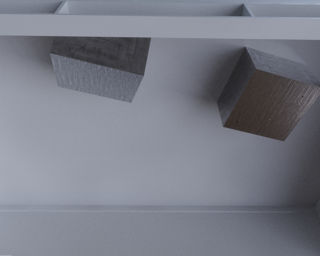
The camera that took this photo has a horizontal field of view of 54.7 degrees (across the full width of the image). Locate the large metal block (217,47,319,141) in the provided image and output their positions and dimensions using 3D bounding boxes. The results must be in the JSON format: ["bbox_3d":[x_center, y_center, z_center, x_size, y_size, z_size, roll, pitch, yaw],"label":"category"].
[{"bbox_3d":[0.123,-0.038,0.362,0.081,0.050,0.079,13,129,-11],"label":"large metal block"}]

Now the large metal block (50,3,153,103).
[{"bbox_3d":[-0.058,-0.069,0.309,0.081,0.050,0.080,12,165,-11],"label":"large metal block"}]
